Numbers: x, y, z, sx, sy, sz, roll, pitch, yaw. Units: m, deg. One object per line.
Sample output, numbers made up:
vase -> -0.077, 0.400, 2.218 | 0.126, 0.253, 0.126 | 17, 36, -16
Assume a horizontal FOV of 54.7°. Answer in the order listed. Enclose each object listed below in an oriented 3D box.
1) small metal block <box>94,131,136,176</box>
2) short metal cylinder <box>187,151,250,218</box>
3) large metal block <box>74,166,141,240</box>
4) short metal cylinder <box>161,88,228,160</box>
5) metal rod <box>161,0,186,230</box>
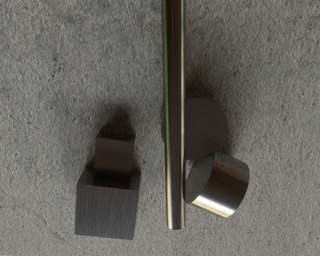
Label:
small metal block -> -0.061, 0.034, 0.422 | 0.050, 0.025, 0.050 | 7, 110, -3
short metal cylinder -> 0.072, 0.071, 0.408 | 0.050, 0.080, 0.080 | 26, 108, -9
large metal block -> -0.072, 0.105, 0.434 | 0.081, 0.050, 0.079 | 7, 110, -3
short metal cylinder -> 0.041, -0.006, 0.395 | 0.081, 0.050, 0.079 | 0, 110, -1
metal rod -> 0.017, -0.016, 0.351 | 0.025, 0.025, 0.298 | -2, 110, 0
